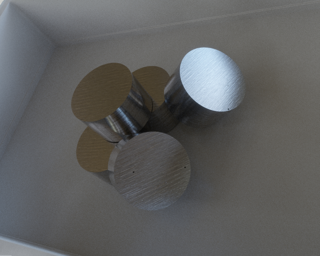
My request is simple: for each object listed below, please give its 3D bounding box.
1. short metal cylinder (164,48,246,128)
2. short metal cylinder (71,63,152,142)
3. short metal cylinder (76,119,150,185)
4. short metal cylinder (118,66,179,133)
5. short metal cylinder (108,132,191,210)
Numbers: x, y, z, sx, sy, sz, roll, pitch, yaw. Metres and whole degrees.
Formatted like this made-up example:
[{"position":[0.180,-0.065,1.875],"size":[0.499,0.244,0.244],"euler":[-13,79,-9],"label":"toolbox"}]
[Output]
[{"position":[0.051,-0.046,0.361],"size":[0.081,0.050,0.080],"euler":[8,66,-17],"label":"short metal cylinder"},{"position":[-0.056,-0.030,0.368],"size":[0.080,0.050,0.080],"euler":[-13,56,20],"label":"short metal cylinder"},{"position":[-0.059,0.029,0.400],"size":[0.080,0.050,0.080],"euler":[-13,56,20],"label":"short metal cylinder"},{"position":[-0.013,-0.036,0.414],"size":[0.080,0.050,0.080],"euler":[-13,56,20],"label":"short metal cylinder"},{"position":[-0.013,0.044,0.338],"size":[0.080,0.080,0.050],"euler":[-55,12,-11],"label":"short metal cylinder"}]
